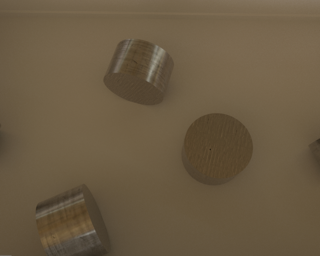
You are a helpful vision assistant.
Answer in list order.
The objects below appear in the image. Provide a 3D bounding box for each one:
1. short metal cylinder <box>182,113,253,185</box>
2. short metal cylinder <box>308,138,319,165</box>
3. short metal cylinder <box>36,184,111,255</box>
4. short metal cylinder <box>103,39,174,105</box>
[{"bbox_3d":[0.069,0.028,0.386,0.081,0.050,0.080,0,70,0],"label":"short metal cylinder"},{"bbox_3d":[0.231,0.025,0.373,0.080,0.080,0.050,-21,72,-8],"label":"short metal cylinder"},{"bbox_3d":[-0.093,0.108,0.340,0.050,0.080,0.080,-23,72,-8],"label":"short metal cylinder"},{"bbox_3d":[-0.027,-0.071,0.406,0.080,0.080,0.050,15,71,5],"label":"short metal cylinder"}]
